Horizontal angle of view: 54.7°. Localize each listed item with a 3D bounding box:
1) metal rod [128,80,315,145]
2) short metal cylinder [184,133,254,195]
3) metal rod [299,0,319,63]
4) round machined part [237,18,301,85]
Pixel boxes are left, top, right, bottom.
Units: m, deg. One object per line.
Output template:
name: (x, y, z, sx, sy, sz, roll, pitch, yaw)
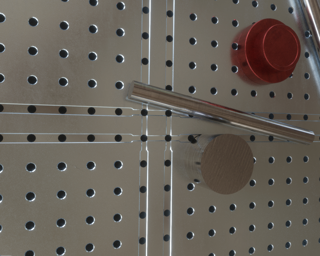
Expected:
metal rod: (0.101, -0.017, 0.449, 0.302, 0.025, 0.025, 13, 86, -20)
short metal cylinder: (0.081, 0.047, 0.429, 0.081, 0.050, 0.080, 0, 90, -20)
metal rod: (0.252, -0.179, 0.504, 0.025, 0.025, 0.299, -26, 99, -18)
round machined part: (0.170, -0.116, 0.466, 0.099, 0.042, 0.097, 0, 90, -20)
